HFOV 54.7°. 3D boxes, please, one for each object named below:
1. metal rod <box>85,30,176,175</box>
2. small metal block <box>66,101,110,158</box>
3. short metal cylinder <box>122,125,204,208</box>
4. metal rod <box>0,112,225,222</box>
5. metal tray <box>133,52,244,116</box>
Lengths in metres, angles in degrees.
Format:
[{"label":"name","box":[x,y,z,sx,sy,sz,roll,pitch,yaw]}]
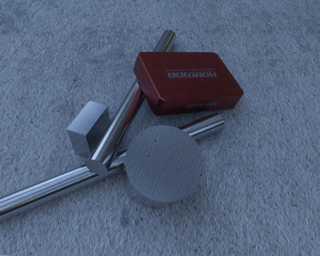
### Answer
[{"label":"metal rod","box":[-0.026,-0.059,0.434,0.025,0.025,0.301,13,46,10]},{"label":"small metal block","box":[-0.085,0.003,0.383,0.025,0.050,0.050,18,52,14]},{"label":"short metal cylinder","box":[0.001,0.043,0.335,0.081,0.050,0.080,4,68,-9]},{"label":"metal rod","box":[-0.056,0.043,0.366,0.302,0.025,0.025,-21,53,-17]},{"label":"metal tray","box":[0.039,-0.065,0.427,0.131,0.030,0.090,-7,54,-27]}]
